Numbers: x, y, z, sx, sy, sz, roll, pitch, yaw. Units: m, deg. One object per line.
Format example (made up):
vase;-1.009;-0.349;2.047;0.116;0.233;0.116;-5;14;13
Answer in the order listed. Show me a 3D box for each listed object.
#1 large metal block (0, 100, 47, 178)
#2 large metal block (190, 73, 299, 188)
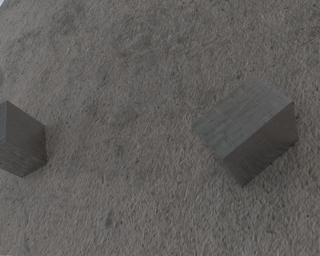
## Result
large metal block;-0.223;0.018;0.475;0.050;0.080;0.080;-28;52;11
large metal block;0.090;0.006;0.318;0.080;0.080;0.050;-40;51;1
